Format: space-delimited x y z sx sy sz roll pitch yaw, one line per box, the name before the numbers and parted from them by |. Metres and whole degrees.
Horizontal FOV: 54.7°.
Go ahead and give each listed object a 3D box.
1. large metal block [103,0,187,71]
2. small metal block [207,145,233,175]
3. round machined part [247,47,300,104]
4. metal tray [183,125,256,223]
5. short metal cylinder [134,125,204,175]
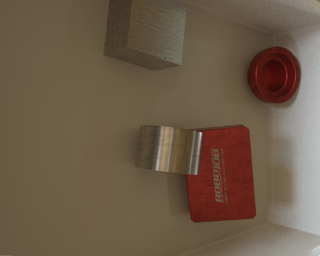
large metal block | -0.017 -0.121 0.378 0.081 0.050 0.080 9 84 -40
small metal block | 0.088 0.047 0.467 0.025 0.050 0.050 16 80 -40
round machined part | 0.197 -0.092 0.552 0.099 0.042 0.097 -2 95 -23
metal tray | 0.083 0.064 0.439 0.030 0.090 0.129 -51 135 -82
short metal cylinder | 0.012 0.028 0.383 0.081 0.080 0.050 12 83 -40
